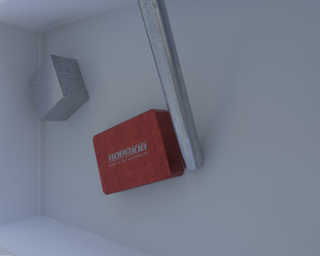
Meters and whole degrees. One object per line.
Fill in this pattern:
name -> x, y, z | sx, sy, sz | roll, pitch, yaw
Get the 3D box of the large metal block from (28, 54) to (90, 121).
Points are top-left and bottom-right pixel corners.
large metal block -> -0.175, -0.066, 0.532 | 0.080, 0.050, 0.080 | -34, 69, 34

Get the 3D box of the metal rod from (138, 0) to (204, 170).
metal rod -> 0.002, -0.087, 0.314 | 0.025, 0.025, 0.298 | 5, 122, 39

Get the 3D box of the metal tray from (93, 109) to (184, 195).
metal tray -> -0.035, 0.036, 0.430 | 0.130, 0.030, 0.090 | -22, 76, 37
